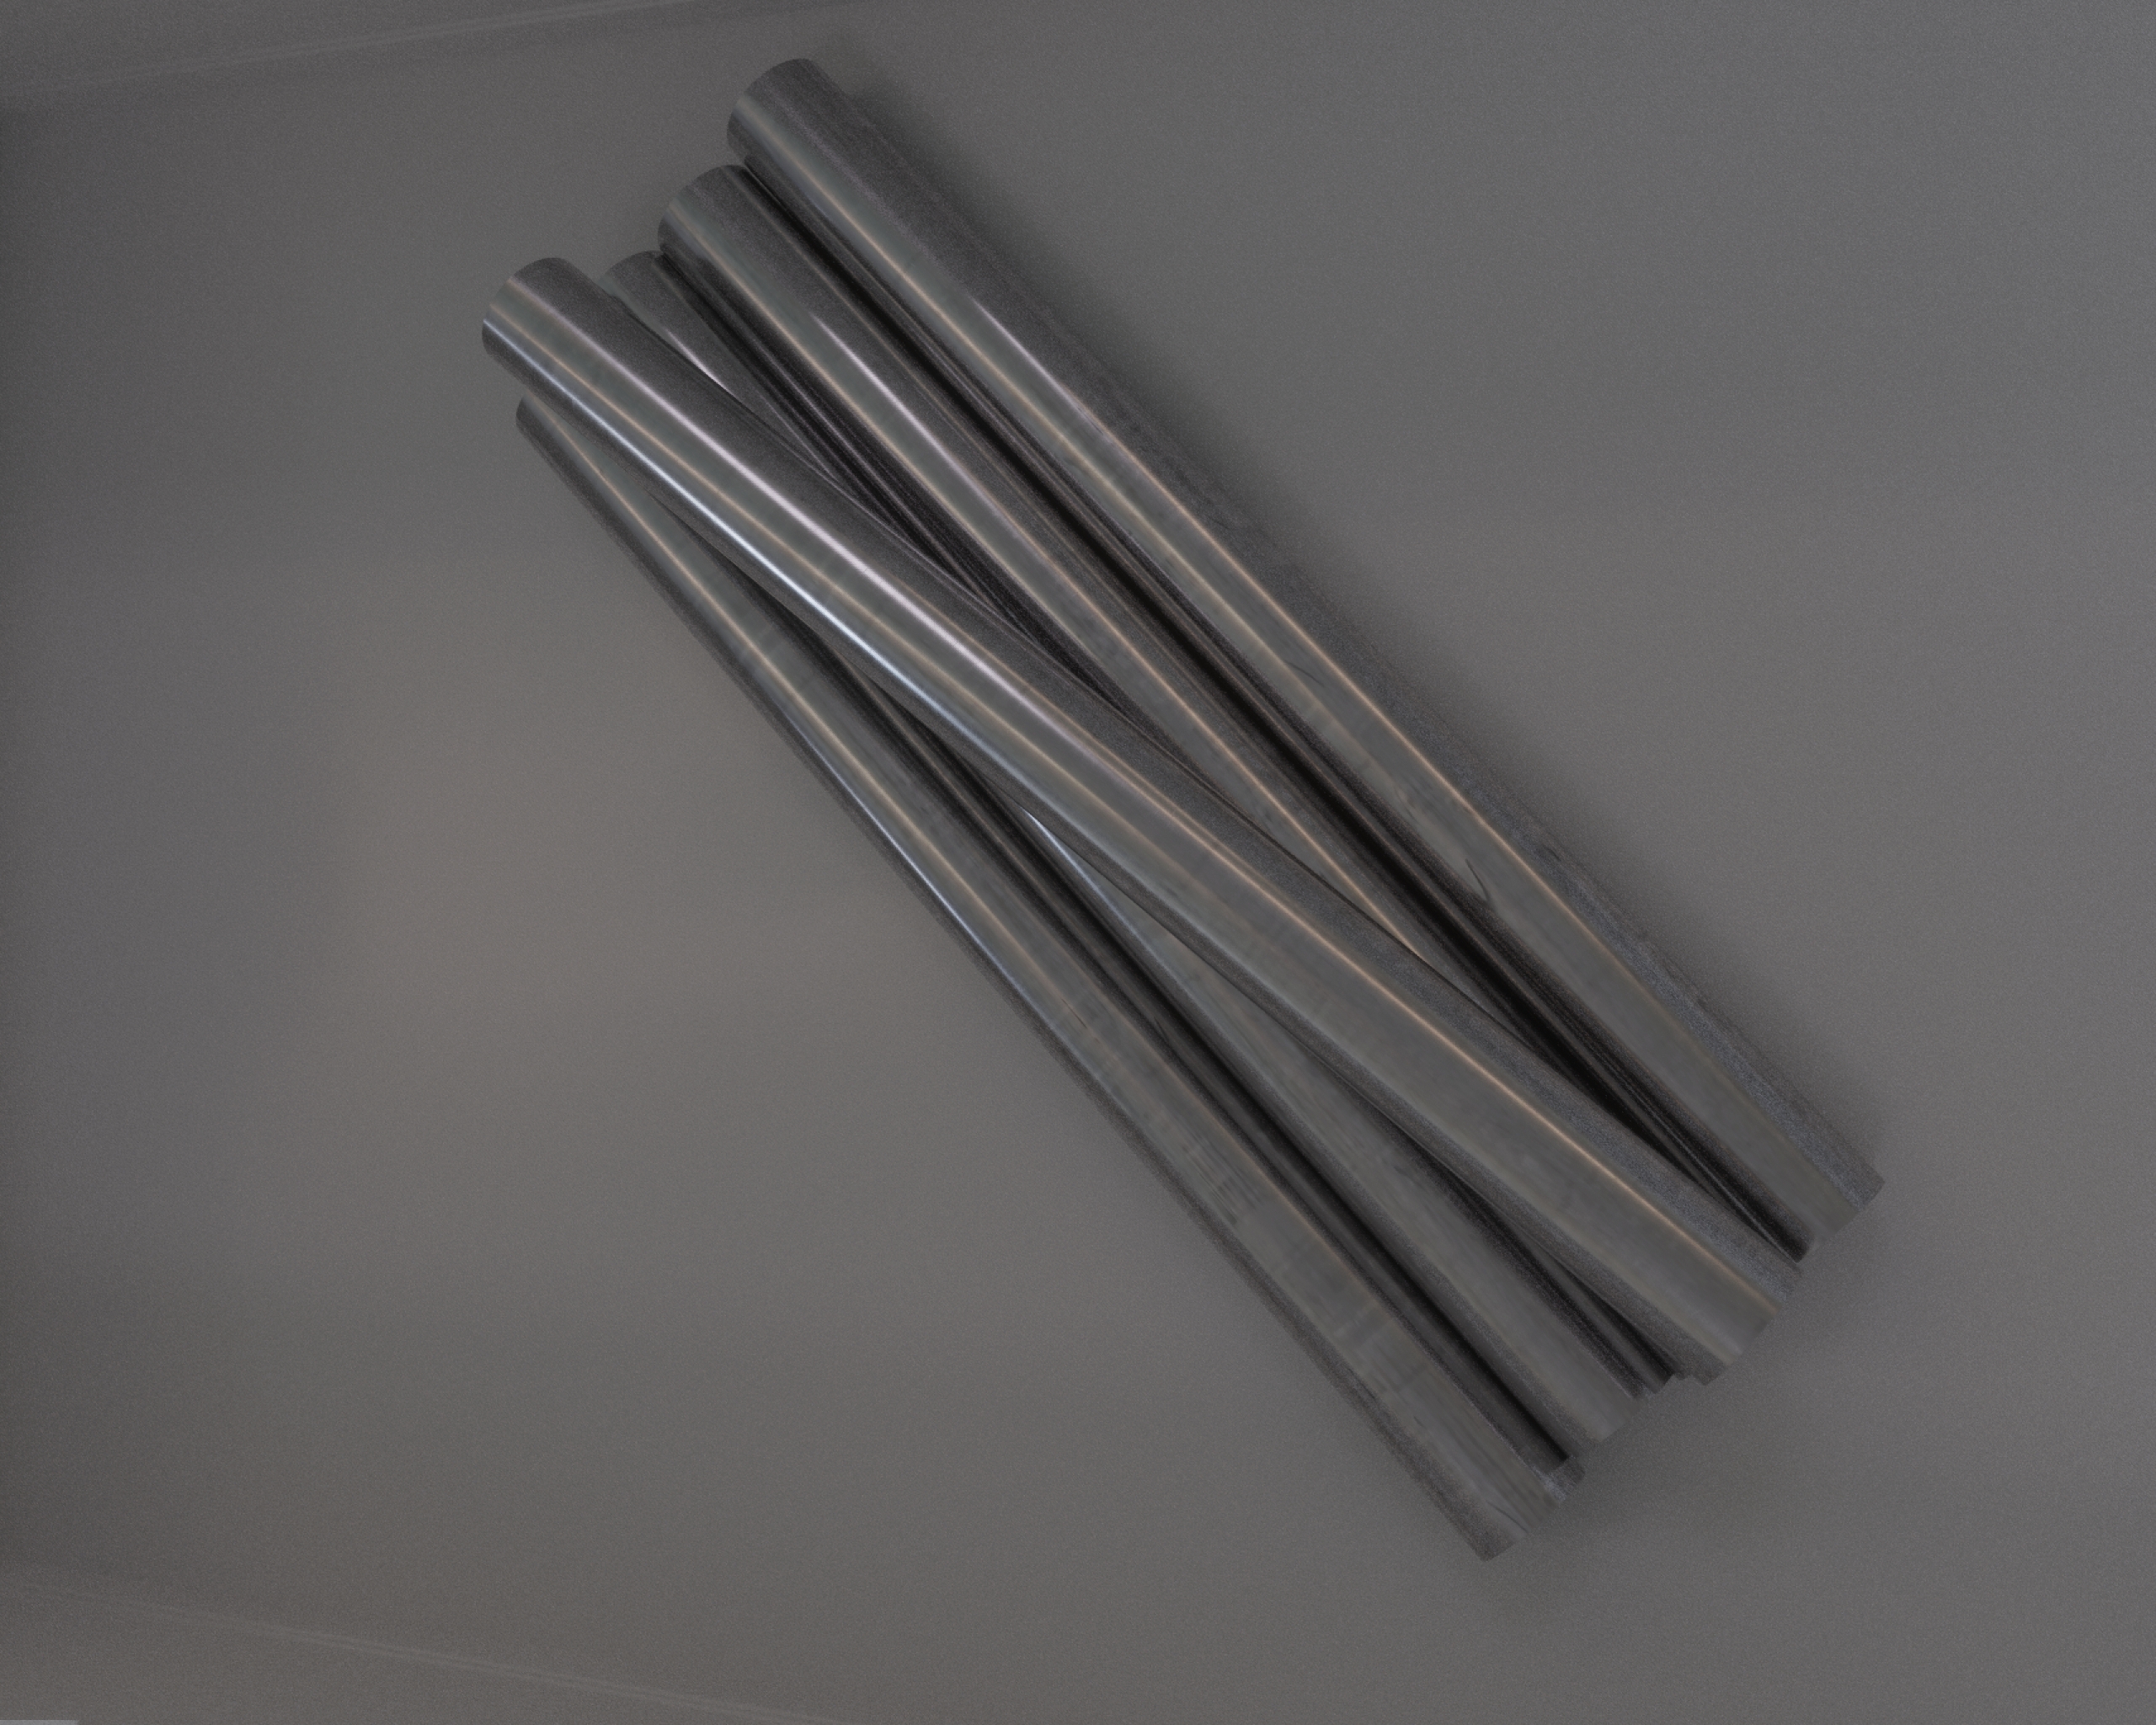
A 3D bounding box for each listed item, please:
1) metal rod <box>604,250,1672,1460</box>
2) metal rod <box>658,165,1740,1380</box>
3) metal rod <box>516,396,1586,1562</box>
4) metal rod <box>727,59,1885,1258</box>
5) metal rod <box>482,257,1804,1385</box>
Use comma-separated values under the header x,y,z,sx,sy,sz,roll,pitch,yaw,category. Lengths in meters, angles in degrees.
x,y,z,sx,sy,sz,roll,pitch,yaw,category
0.001,-0.011,0.409,0.025,0.025,0.300,-45,76,14,metal rod
0.019,-0.026,0.402,0.025,0.025,0.300,-45,76,14,metal rod
-0.013,0.009,0.414,0.025,0.025,0.300,-45,76,14,metal rod
0.034,-0.046,0.397,0.025,0.025,0.300,-45,76,14,metal rod
0.000,-0.017,0.382,0.300,0.025,0.025,40,103,15,metal rod
